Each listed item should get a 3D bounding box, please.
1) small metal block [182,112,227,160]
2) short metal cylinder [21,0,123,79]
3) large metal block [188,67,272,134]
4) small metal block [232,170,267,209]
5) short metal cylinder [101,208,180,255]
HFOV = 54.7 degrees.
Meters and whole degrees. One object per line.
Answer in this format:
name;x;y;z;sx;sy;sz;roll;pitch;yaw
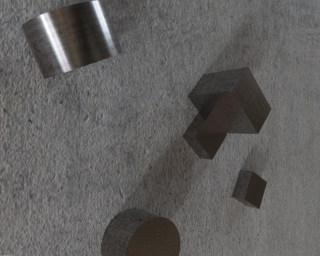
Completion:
small metal block;0.068;0.011;0.461;0.050;0.025;0.050;51;60;-28
short metal cylinder;-0.083;-0.084;0.299;0.081;0.080;0.050;-30;109;-36
large metal block;0.102;-0.037;0.454;0.080;0.080;0.050;51;60;-28
small metal block;0.155;0.106;0.535;0.050;0.025;0.050;35;69;-35
short metal cylinder;-0.022;0.141;0.370;0.081;0.050;0.080;0;90;-40
